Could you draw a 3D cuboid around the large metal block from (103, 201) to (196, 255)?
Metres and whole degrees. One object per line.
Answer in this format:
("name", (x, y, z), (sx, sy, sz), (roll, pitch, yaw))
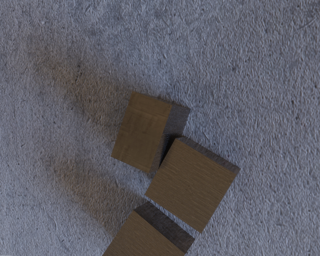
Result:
("large metal block", (-0.015, 0.156, 0.401), (0.080, 0.050, 0.080), (36, 102, 16))

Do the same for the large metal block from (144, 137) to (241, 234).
("large metal block", (0.041, 0.066, 0.381), (0.080, 0.050, 0.080), (31, 100, 17))

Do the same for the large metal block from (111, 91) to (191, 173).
("large metal block", (-0.008, 0.004, 0.382), (0.050, 0.080, 0.080), (21, 97, 19))
